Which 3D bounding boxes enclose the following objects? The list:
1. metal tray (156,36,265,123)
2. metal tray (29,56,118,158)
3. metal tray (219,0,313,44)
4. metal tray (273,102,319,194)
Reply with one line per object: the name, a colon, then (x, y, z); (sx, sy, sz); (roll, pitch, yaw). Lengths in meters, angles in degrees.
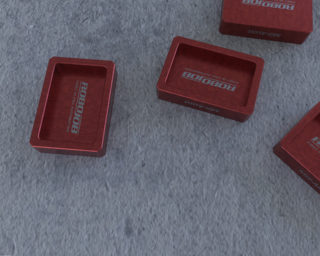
metal tray: (0.070, -0.069, 0.431); (0.131, 0.030, 0.090); (16, 71, 5)
metal tray: (-0.111, -0.030, 0.414); (0.091, 0.030, 0.130); (5, 70, 1)
metal tray: (0.161, -0.182, 0.474); (0.131, 0.030, 0.090); (8, 70, 2)
metal tray: (0.224, 0.040, 0.393); (0.090, 0.030, 0.130); (-42, 76, -14)
